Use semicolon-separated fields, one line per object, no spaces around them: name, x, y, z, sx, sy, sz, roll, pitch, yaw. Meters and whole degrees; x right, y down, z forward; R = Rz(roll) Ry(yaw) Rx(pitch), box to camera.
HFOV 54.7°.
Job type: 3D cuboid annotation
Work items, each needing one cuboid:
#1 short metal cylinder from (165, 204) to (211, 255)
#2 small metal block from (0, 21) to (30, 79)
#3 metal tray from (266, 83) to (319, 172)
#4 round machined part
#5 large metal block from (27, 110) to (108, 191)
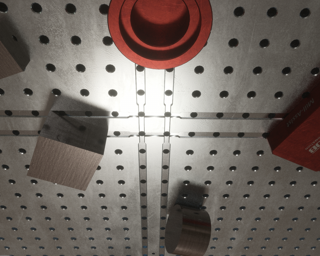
short metal cylinder;0.046;0.175;0.525;0.050;0.080;0.079;16;128;-13
small metal block;-0.183;-0.082;0.339;0.050;0.025;0.050;-15;129;12
metal tray;0.219;-0.004;0.409;0.091;0.030;0.129;21;127;-18
round machined part;0.000;-0.111;0.306;0.099;0.042;0.097;-1;130;0
large metal block;-0.125;0.033;0.422;0.081;0.050;0.079;20;127;-17
